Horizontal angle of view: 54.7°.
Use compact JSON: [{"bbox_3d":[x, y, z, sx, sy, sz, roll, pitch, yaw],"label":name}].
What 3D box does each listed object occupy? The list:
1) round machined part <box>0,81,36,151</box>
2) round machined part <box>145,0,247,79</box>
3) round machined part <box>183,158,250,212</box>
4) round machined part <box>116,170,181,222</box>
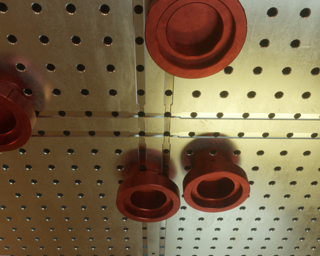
[{"bbox_3d":[-0.203,-0.020,0.381,0.099,0.042,0.097,-1,130,0],"label":"round machined part"},{"bbox_3d":[0.034,-0.102,0.314,0.099,0.042,0.097,-1,130,0],"label":"round machined part"},{"bbox_3d":[0.083,0.083,0.473,0.099,0.042,0.097,-1,130,0],"label":"round machined part"},{"bbox_3d":[-0.018,0.104,0.489,0.099,0.042,0.097,0,130,0],"label":"round machined part"}]
